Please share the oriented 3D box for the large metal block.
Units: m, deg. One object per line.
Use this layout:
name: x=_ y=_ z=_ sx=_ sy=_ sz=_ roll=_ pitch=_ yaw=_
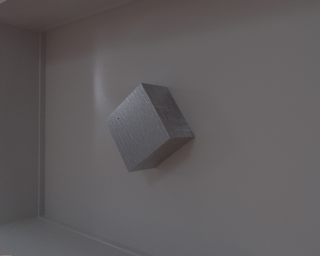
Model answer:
large metal block: x=-0.015 y=0.000 z=0.401 sx=0.080 sy=0.050 sz=0.080 roll=-41 pitch=65 yaw=32
